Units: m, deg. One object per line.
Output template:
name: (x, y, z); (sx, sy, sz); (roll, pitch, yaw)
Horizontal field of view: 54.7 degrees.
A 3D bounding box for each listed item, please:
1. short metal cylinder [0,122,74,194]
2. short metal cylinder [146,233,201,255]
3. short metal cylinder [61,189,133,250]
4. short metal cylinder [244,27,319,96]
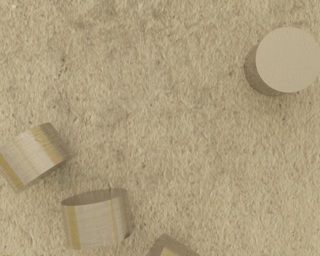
short metal cylinder: (-0.154, 0.036, 0.381); (0.080, 0.080, 0.050); (-35, 90, 0)
short metal cylinder: (0.008, 0.180, 0.383); (0.050, 0.080, 0.080); (32, 90, -1)
short metal cylinder: (-0.077, 0.109, 0.382); (0.081, 0.080, 0.050); (-8, 90, 0)
short metal cylinder: (0.156, -0.083, 0.400); (0.081, 0.050, 0.079); (0, 90, -1)
